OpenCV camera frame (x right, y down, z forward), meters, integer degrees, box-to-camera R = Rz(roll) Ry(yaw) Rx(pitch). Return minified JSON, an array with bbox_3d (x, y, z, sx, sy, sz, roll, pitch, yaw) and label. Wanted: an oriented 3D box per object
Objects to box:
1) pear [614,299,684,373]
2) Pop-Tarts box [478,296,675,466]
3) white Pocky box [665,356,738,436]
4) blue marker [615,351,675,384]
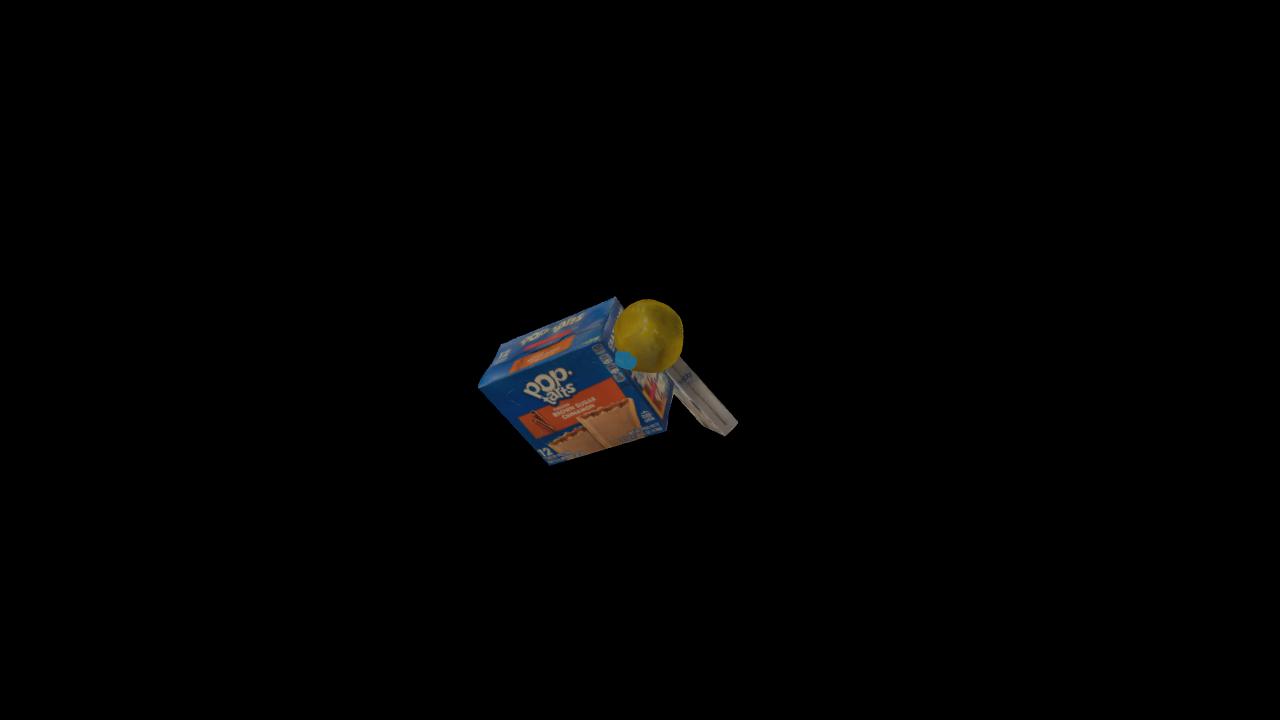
[{"bbox_3d":[-0.004,-0.012,0.659,0.080,0.080,0.111,0,-36,-40],"label":"pear"},{"bbox_3d":[-0.068,0.030,0.703,0.167,0.141,0.083,-20,32,24],"label":"Pop-Tarts box"},{"bbox_3d":[0.052,0.026,0.764,0.028,0.154,0.084,-43,11,-7],"label":"white Pocky box"},{"bbox_3d":[-0.044,-0.007,0.657,0.020,0.020,0.121,0,8,-40],"label":"blue marker"}]
